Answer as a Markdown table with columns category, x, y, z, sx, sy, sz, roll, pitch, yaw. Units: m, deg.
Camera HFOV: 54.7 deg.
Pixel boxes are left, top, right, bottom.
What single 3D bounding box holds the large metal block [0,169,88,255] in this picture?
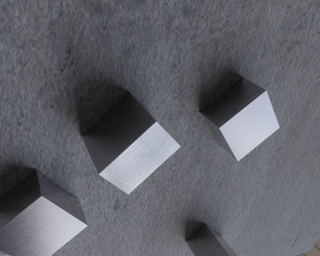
| category | x | y | z | sx | sy | sz | roll | pitch | yaw |
| --- | --- | --- | --- | --- | --- | --- | --- | --- | --- |
| large metal block | -0.151 | 0.111 | 0.378 | 0.080 | 0.050 | 0.080 | -39 | 130 | -2 |

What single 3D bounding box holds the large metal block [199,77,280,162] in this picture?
| category | x | y | z | sx | sy | sz | roll | pitch | yaw |
| --- | --- | --- | --- | --- | --- | --- | --- | --- | --- |
| large metal block | 0.116 | -0.012 | 0.449 | 0.080 | 0.050 | 0.080 | -39 | 130 | -2 |

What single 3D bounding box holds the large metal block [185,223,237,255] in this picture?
| category | x | y | z | sx | sy | sz | roll | pitch | yaw |
| --- | --- | --- | --- | --- | --- | --- | --- | --- | --- |
| large metal block | 0.105 | 0.236 | 0.577 | 0.050 | 0.080 | 0.080 | -43 | 130 | 1 |

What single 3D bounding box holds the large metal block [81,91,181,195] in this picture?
| category | x | y | z | sx | sy | sz | roll | pitch | yaw |
| --- | --- | --- | --- | --- | --- | --- | --- | --- | --- |
| large metal block | -0.036 | 0.015 | 0.362 | 0.080 | 0.080 | 0.050 | -43 | 130 | 1 |
